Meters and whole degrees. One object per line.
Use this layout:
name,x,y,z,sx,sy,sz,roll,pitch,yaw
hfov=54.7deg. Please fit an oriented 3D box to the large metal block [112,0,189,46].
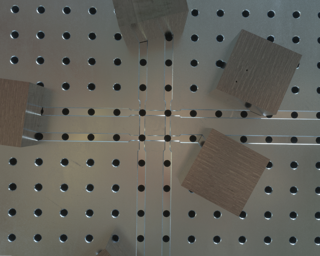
large metal block,-0.013,-0.147,0.386,0.080,0.080,0.050,-14,90,0

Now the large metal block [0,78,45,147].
large metal block,-0.203,-0.021,0.398,0.081,0.050,0.080,8,90,-1

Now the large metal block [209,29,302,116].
large metal block,0.121,-0.069,0.402,0.080,0.050,0.080,24,90,-1

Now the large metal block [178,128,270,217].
large metal block,0.080,0.054,0.402,0.080,0.050,0.080,29,90,-1

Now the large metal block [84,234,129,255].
large metal block,-0.073,0.202,0.400,0.080,0.050,0.080,-38,91,0
